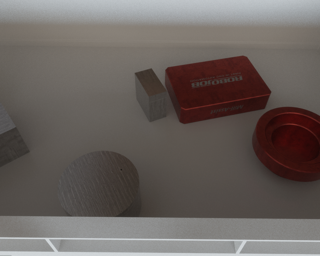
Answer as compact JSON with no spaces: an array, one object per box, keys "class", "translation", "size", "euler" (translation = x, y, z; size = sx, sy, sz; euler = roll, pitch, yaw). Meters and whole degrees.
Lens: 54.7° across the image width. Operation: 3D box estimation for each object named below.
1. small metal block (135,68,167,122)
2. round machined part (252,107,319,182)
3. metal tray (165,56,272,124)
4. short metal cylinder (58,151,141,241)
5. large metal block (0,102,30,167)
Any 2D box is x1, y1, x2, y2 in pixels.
[{"class":"small metal block","translation":[-0.013,-0.045,0.426],"size":[0.025,0.050,0.050],"euler":[-19,53,-15]},{"class":"round machined part","translation":[0.162,0.023,0.377],"size":[0.099,0.042,0.098],"euler":[0,50,0]},{"class":"metal tray","translation":[0.081,-0.059,0.452],"size":[0.131,0.030,0.090],"euler":[-11,51,-10]},{"class":"short metal cylinder","translation":[-0.061,0.071,0.328],"size":[0.081,0.050,0.080],"euler":[0,50,0]},{"class":"large metal block","translation":[-0.222,0.009,0.378],"size":[0.081,0.050,0.080],"euler":[-31,57,-24]}]
